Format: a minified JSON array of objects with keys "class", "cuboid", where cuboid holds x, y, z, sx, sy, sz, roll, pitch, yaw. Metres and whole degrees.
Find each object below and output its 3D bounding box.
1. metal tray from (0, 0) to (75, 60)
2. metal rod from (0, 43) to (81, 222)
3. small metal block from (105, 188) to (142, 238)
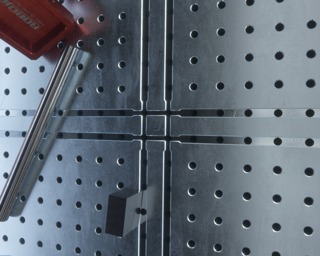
[{"class":"metal tray","cuboid":[-0.195,-0.162,0.425,0.090,0.130,0.030,-32,51,17]},{"class":"metal rod","cuboid":[-0.193,0.012,0.478,0.025,0.025,0.298,29,99,17]},{"class":"small metal block","cuboid":[-0.047,0.111,0.415,0.025,0.050,0.050,7,92,19]}]
